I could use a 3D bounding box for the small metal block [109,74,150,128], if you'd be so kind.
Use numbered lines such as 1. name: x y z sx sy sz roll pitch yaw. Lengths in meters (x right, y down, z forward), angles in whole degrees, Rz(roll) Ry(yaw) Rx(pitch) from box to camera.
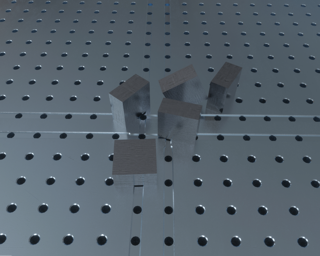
1. small metal block: -0.040 -0.037 0.422 0.025 0.050 0.050 33 57 24

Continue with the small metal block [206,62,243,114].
1. small metal block: 0.091 -0.057 0.441 0.025 0.050 0.050 25 54 19

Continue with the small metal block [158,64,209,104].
1. small metal block: 0.033 -0.053 0.426 0.050 0.050 0.025 -25 51 10

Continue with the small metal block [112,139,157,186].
1. small metal block: -0.030 0.041 0.373 0.050 0.025 0.050 -2 50 -2

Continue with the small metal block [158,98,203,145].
1. small metal block: 0.025 -0.008 0.399 0.050 0.050 0.025 13 51 10
